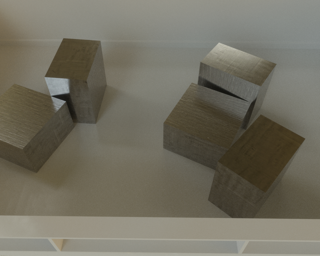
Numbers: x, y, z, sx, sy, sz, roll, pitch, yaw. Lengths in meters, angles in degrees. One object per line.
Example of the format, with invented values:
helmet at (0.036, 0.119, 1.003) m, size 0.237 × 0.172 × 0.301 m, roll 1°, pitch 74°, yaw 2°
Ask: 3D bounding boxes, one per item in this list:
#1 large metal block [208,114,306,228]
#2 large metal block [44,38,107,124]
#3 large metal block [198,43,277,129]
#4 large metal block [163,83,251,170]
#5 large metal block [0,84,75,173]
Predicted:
large metal block at (0.100, 0.046, 0.331) m, size 0.050 × 0.080 × 0.080 m, roll 34°, pitch 58°, yaw 25°
large metal block at (-0.109, -0.063, 0.421) m, size 0.050 × 0.080 × 0.080 m, roll 4°, pitch 50°, yaw 2°
large metal block at (0.098, -0.056, 0.417) m, size 0.080 × 0.080 × 0.050 m, roll 28°, pitch 55°, yaw 21°
large metal block at (0.059, -0.003, 0.391) m, size 0.080 × 0.050 × 0.080 m, roll 22°, pitch 53°, yaw 17°
large metal block at (-0.169, -0.002, 0.389) m, size 0.080 × 0.050 × 0.080 m, roll 19°, pitch 53°, yaw 15°
